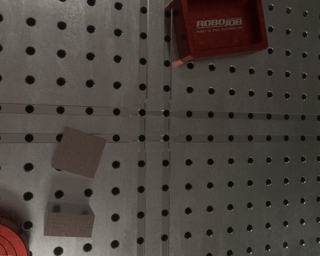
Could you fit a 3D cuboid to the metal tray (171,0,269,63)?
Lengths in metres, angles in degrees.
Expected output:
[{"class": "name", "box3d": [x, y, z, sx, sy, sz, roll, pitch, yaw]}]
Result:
[{"class": "metal tray", "box3d": [0.087, -0.148, 0.443, 0.131, 0.030, 0.089, -12, 94, -20]}]

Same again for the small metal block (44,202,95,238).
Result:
[{"class": "small metal block", "box3d": [-0.107, 0.106, 0.361, 0.050, 0.050, 0.025, 10, 87, -20]}]

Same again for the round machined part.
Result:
[{"class": "round machined part", "box3d": [-0.193, 0.142, 0.333, 0.099, 0.042, 0.097, 0, 90, -21]}]

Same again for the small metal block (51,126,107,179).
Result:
[{"class": "small metal block", "box3d": [-0.098, 0.029, 0.377, 0.050, 0.025, 0.050, 20, 83, -19]}]
